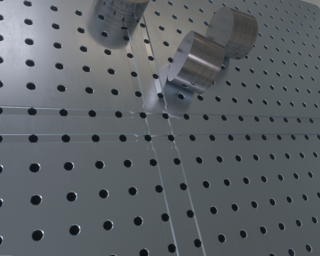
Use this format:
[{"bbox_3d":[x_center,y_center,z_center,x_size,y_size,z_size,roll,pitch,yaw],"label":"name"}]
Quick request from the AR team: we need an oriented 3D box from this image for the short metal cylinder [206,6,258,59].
[{"bbox_3d":[0.123,-0.163,0.538,0.050,0.080,0.080,7,59,-25],"label":"short metal cylinder"}]

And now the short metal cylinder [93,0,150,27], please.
[{"bbox_3d":[-0.059,-0.206,0.486,0.081,0.050,0.080,14,56,-21],"label":"short metal cylinder"}]

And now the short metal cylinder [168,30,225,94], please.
[{"bbox_3d":[0.052,-0.097,0.460,0.050,0.080,0.080,22,54,-15],"label":"short metal cylinder"}]
